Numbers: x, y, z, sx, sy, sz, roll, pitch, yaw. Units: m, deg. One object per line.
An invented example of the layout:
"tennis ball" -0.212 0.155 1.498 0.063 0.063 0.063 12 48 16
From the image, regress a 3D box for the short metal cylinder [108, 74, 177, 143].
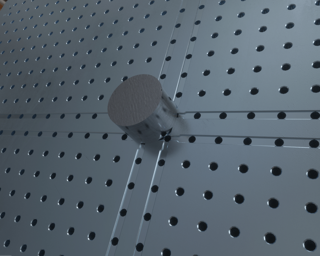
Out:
"short metal cylinder" -0.023 -0.026 0.421 0.080 0.050 0.080 -13 56 21
